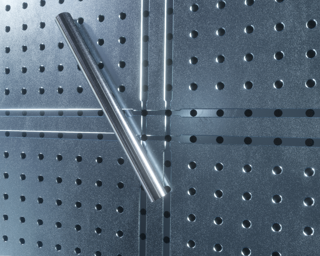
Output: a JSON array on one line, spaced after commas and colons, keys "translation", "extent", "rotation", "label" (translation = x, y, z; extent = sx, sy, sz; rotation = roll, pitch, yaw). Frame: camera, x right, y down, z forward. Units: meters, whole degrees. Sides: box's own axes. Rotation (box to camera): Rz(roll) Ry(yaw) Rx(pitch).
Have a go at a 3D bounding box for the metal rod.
[{"translation": [-0.073, -0.035, 0.436], "extent": [0.025, 0.025, 0.299], "rotation": [-32, 80, 17], "label": "metal rod"}]
